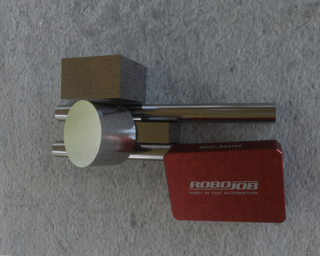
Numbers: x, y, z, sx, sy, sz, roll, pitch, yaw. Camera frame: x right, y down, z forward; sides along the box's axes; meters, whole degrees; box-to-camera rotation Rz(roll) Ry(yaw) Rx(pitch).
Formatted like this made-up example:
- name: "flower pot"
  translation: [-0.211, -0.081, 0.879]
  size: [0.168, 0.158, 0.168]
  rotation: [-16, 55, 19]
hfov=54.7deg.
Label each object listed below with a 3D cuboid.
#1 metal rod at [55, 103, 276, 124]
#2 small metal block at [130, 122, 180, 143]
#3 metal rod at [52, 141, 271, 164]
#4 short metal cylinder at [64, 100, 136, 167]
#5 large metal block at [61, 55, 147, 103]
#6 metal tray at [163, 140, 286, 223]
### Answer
- name: "metal rod"
  translation: [-0.006, -0.020, 0.412]
  size: [0.301, 0.025, 0.025]
  rotation: [1, 90, 19]
- name: "small metal block"
  translation: [-0.005, 0.005, 0.397]
  size: [0.050, 0.050, 0.025]
  rotation: [1, 91, 19]
- name: "metal rod"
  translation: [-0.011, 0.031, 0.413]
  size: [0.301, 0.025, 0.025]
  rotation: [0, 90, 19]
- name: "short metal cylinder"
  translation: [-0.076, 0.007, 0.385]
  size: [0.080, 0.050, 0.080]
  rotation: [-2, 87, 43]
- name: "large metal block"
  translation: [-0.070, -0.060, 0.405]
  size: [0.080, 0.080, 0.050]
  rotation: [1, 91, 19]
- name: "metal tray"
  translation: [0.076, 0.064, 0.365]
  size: [0.130, 0.030, 0.089]
  rotation: [-4, 106, 18]
